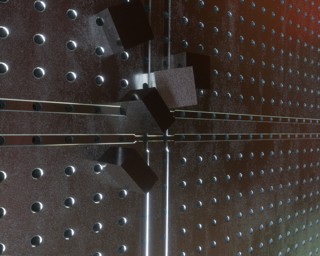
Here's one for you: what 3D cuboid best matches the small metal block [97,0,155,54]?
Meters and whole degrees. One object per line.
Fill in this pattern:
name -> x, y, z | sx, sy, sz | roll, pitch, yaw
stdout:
small metal block -> -0.041, -0.124, 0.377 | 0.050, 0.025, 0.050 | -34, 111, -35

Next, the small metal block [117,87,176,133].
small metal block -> -0.017, -0.021, 0.381 | 0.025, 0.050, 0.050 | -48, 119, -29

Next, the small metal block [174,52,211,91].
small metal block -> 0.047, -0.081, 0.451 | 0.050, 0.025, 0.050 | -2, 91, -40

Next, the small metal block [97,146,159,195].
small metal block -> -0.038, 0.049, 0.363 | 0.025, 0.050, 0.050 | -51, 121, -28

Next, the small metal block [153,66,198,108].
small metal block -> 0.020, -0.053, 0.412 | 0.050, 0.025, 0.050 | -9, 97, -4
